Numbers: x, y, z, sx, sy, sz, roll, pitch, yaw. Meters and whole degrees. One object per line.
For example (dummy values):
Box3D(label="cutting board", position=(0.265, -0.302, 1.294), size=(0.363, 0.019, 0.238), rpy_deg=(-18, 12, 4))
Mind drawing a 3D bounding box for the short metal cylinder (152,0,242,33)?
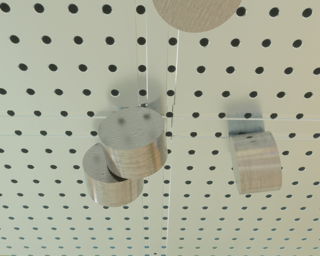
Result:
Box3D(label="short metal cylinder", position=(0.032, -0.135, 0.281), size=(0.081, 0.050, 0.079), rpy_deg=(0, 130, 0))

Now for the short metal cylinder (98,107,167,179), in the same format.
Box3D(label="short metal cylinder", position=(-0.032, 0.017, 0.390), size=(0.080, 0.080, 0.050), rpy_deg=(-4, 130, 3))

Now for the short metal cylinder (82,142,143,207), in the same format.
Box3D(label="short metal cylinder", position=(-0.062, 0.061, 0.426), size=(0.081, 0.080, 0.050), rpy_deg=(2, 130, -2))

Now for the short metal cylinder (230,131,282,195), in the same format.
Box3D(label="short metal cylinder", position=(0.126, 0.046, 0.416), size=(0.050, 0.080, 0.080), rpy_deg=(-8, 130, 7))
